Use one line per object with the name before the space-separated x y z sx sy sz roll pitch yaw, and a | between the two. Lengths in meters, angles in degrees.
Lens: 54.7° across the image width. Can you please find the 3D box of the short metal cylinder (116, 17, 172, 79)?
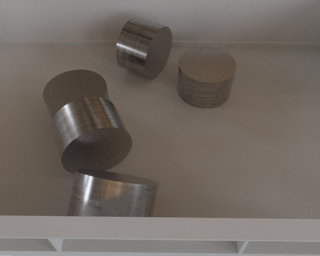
short metal cylinder | -0.023 -0.121 0.471 0.050 0.080 0.080 24 54 19

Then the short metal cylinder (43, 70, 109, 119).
short metal cylinder | -0.108 -0.033 0.416 0.080 0.050 0.080 0 50 0

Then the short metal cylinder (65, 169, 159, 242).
short metal cylinder | -0.045 0.072 0.299 0.080 0.080 0.050 10 86 8

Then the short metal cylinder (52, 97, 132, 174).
short metal cylinder | -0.079 0.010 0.360 0.081 0.080 0.050 -19 53 -15

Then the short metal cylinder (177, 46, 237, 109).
short metal cylinder | 0.066 -0.074 0.452 0.080 0.050 0.080 0 50 0
